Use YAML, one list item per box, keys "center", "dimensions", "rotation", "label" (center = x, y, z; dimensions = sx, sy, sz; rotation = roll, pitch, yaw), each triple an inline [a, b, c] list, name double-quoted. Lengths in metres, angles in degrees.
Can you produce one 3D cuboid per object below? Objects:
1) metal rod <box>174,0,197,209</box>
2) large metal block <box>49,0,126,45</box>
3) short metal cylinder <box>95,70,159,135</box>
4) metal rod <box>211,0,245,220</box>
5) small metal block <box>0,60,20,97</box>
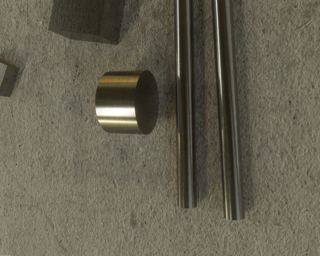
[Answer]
- center: [0.032, -0.049, 0.396]
  dimensions: [0.025, 0.025, 0.298]
  rotation: [-1, 90, 19]
  label: "metal rod"
- center: [-0.099, -0.165, 0.429]
  dimensions: [0.080, 0.050, 0.079]
  rotation: [12, 94, 19]
  label: "large metal block"
- center: [-0.039, -0.032, 0.392]
  dimensions: [0.050, 0.080, 0.079]
  rotation: [2, 91, 20]
  label: "short metal cylinder"
- center: [0.082, -0.040, 0.379]
  dimensions: [0.025, 0.025, 0.298]
  rotation: [-3, 89, 19]
  label: "metal rod"
- center: [-0.262, -0.083, 0.499]
  dimensions: [0.050, 0.025, 0.050]
  rotation: [25, 98, 18]
  label: "small metal block"
